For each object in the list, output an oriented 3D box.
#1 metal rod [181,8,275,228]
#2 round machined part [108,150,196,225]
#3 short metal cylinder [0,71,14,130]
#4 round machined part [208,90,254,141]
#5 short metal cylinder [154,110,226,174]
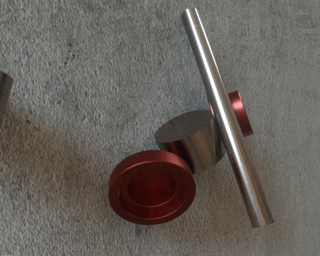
[{"bbox_3d":[0.079,-0.027,0.396,0.025,0.025,0.299,2,65,-40],"label":"metal rod"},{"bbox_3d":[-0.010,0.065,0.365,0.099,0.042,0.097,-4,122,-6],"label":"round machined part"},{"bbox_3d":[-0.161,-0.024,0.235,0.080,0.080,0.050,18,79,-39],"label":"short metal cylinder"},{"bbox_3d":[0.105,-0.016,0.452,0.098,0.042,0.098,-20,90,-75],"label":"round machined part"},{"bbox_3d":[0.039,0.017,0.404,0.080,0.080,0.050,-39,114,-33],"label":"short metal cylinder"}]
